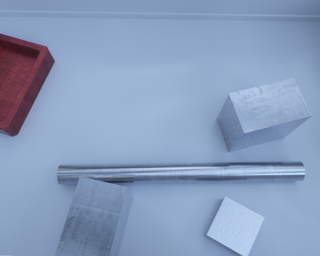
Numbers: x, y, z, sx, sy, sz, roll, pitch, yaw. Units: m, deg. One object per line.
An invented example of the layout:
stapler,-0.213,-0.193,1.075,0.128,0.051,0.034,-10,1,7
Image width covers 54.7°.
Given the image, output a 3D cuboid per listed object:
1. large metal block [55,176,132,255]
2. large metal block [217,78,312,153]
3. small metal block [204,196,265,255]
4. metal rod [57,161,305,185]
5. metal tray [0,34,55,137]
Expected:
large metal block,-0.067,0.105,0.341,0.050,0.080,0.080,12,71,4
large metal block,0.124,-0.013,0.387,0.081,0.080,0.050,-14,71,-6
small metal block,0.087,0.117,0.368,0.050,0.025,0.050,28,72,9
metal rod,0.027,0.056,0.389,0.302,0.025,0.025,-1,70,-1
metal tray,-0.216,-0.062,0.426,0.090,0.030,0.130,17,71,5
